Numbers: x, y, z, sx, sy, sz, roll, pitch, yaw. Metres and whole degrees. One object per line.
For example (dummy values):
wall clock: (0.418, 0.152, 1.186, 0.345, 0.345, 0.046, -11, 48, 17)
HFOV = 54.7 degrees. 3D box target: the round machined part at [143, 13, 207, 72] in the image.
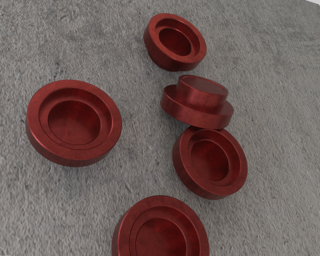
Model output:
round machined part: (0.019, -0.127, 0.480, 0.099, 0.042, 0.098, 14, 56, -21)

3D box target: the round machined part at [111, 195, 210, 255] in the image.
round machined part: (-0.002, 0.122, 0.317, 0.099, 0.042, 0.098, 14, 56, -21)

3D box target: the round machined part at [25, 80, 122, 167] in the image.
round machined part: (-0.096, -0.002, 0.342, 0.099, 0.042, 0.098, 14, 56, -21)

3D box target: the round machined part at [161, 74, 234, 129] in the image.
round machined part: (0.053, -0.040, 0.417, 0.099, 0.042, 0.098, 13, 25, -6)

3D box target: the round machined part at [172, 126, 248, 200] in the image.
round machined part: (0.059, 0.045, 0.397, 0.099, 0.042, 0.098, 14, 56, -21)
